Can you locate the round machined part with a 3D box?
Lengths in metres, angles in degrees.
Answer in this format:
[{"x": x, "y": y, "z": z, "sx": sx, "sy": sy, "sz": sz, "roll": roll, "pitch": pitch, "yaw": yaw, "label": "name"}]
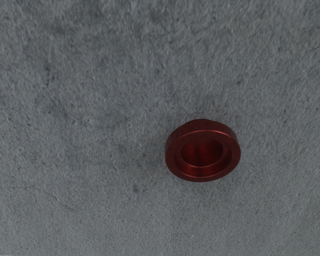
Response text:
[{"x": 0.056, "y": 0.026, "z": 0.419, "sx": 0.099, "sy": 0.042, "sz": 0.097, "roll": -1, "pitch": 130, "yaw": 0, "label": "round machined part"}]
